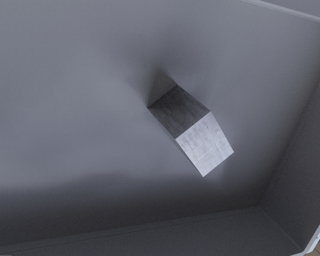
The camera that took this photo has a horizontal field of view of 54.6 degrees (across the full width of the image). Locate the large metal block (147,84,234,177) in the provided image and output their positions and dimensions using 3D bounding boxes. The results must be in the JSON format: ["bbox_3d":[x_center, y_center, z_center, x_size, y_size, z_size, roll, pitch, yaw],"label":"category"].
[{"bbox_3d":[0.038,0.002,0.395,0.050,0.080,0.080,-39,129,-2],"label":"large metal block"}]
